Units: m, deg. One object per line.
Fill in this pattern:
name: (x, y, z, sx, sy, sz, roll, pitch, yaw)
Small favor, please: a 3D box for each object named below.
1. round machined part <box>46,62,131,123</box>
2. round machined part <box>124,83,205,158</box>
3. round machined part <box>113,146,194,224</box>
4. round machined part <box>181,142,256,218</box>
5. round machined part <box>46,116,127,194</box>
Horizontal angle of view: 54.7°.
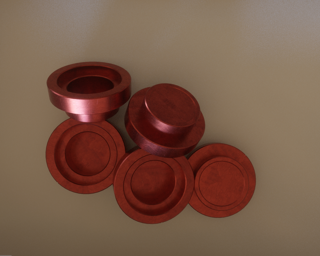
round machined part: (-0.085, -0.043, 0.382, 0.099, 0.098, 0.042, 3, 126, -1)
round machined part: (0.010, -0.016, 0.374, 0.099, 0.042, 0.098, 11, 49, -13)
round machined part: (-0.010, 0.066, 0.390, 0.099, 0.042, 0.097, -2, 96, -13)
round machined part: (0.076, 0.068, 0.402, 0.099, 0.042, 0.097, 0, 90, -1)
round machined part: (-0.091, 0.032, 0.399, 0.099, 0.042, 0.097, 0, 90, -1)
